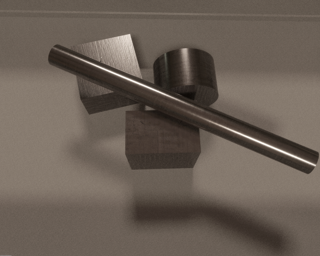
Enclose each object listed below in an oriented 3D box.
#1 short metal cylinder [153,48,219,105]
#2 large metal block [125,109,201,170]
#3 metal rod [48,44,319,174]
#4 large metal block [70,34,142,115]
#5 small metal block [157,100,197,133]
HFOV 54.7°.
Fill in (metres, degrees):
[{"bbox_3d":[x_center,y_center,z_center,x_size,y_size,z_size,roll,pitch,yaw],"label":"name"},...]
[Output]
[{"bbox_3d":[0.033,-0.060,0.403,0.081,0.080,0.050,-3,70,-2],"label":"short metal cylinder"},{"bbox_3d":[0.003,0.017,0.374,0.081,0.080,0.050,-2,70,-1],"label":"large metal block"},{"bbox_3d":[0.017,-0.024,0.333,0.301,0.025,0.025,23,72,8],"label":"metal rod"},{"bbox_3d":[-0.069,-0.072,0.422,0.081,0.050,0.080,-14,71,-5],"label":"large metal block"},{"bbox_3d":[0.021,-0.014,0.402,0.050,0.050,0.025,-1,70,-1],"label":"small metal block"}]
